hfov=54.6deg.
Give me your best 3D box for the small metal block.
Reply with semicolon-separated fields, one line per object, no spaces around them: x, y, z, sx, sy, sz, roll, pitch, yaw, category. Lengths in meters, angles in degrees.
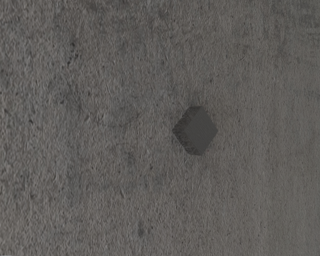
0.051;0.004;0.446;0.050;0.025;0.050;-52;120;-27;small metal block
